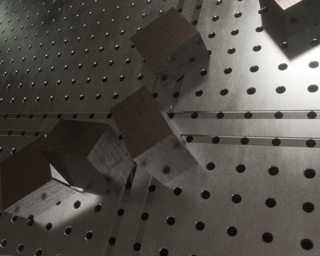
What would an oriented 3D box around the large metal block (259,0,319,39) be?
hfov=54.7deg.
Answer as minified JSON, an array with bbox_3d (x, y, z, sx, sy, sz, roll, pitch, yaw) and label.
[{"bbox_3d":[0.183,-0.177,0.405,0.080,0.050,0.080,-27,53,11],"label":"large metal block"}]

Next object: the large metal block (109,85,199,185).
[{"bbox_3d":[-0.007,0.010,0.369,0.050,0.080,0.080,-34,52,6],"label":"large metal block"}]

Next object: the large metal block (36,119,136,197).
[{"bbox_3d":[-0.090,0.037,0.389,0.080,0.080,0.050,5,50,30],"label":"large metal block"}]

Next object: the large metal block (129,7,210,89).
[{"bbox_3d":[0.013,-0.119,0.457,0.080,0.050,0.080,-35,52,5],"label":"large metal block"}]

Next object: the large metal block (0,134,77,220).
[{"bbox_3d":[-0.173,0.069,0.438,0.080,0.050,0.080,-32,52,7],"label":"large metal block"}]
